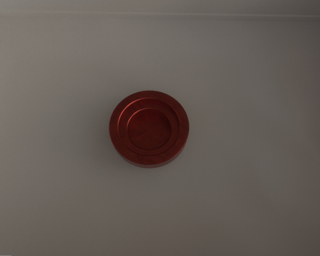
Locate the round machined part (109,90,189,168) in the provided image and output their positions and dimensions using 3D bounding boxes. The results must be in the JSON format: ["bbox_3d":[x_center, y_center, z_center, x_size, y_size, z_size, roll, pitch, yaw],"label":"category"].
[{"bbox_3d":[-0.013,0.004,0.399,0.099,0.042,0.098,0,70,-1],"label":"round machined part"}]
